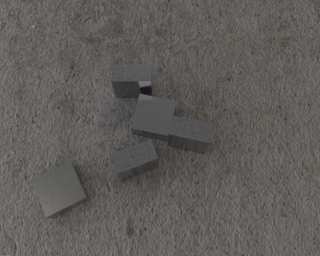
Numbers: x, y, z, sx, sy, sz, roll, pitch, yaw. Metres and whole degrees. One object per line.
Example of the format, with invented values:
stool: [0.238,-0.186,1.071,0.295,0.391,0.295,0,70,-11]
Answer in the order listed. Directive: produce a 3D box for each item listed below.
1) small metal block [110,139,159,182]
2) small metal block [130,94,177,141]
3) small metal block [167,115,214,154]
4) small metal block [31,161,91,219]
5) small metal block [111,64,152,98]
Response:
small metal block: [-0.030,0.041,0.380,0.050,0.050,0.025,-20,72,-7]
small metal block: [-0.008,-0.014,0.413,0.050,0.025,0.050,12,70,4]
small metal block: [0.037,0.010,0.391,0.050,0.050,0.025,12,71,4]
small metal block: [-0.120,0.076,0.379,0.050,0.025,0.050,-26,72,-9]
small metal block: [-0.036,-0.062,0.417,0.050,0.050,0.025,0,70,0]
